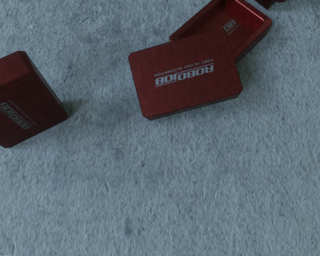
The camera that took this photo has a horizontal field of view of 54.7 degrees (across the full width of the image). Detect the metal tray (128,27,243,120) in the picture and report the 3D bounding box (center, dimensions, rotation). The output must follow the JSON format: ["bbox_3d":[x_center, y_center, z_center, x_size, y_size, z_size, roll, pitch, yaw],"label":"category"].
[{"bbox_3d":[0.032,-0.069,0.409,0.131,0.030,0.090,-15,83,5],"label":"metal tray"}]

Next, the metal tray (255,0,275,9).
[{"bbox_3d":[0.204,-0.251,0.466,0.030,0.090,0.130,44,75,10],"label":"metal tray"}]

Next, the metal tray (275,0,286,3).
[{"bbox_3d":[0.198,-0.263,0.492,0.130,0.030,0.090,-42,66,-17],"label":"metal tray"}]

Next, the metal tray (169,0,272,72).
[{"bbox_3d":[0.088,-0.136,0.456,0.090,0.030,0.130,43,75,13],"label":"metal tray"}]

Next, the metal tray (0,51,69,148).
[{"bbox_3d":[-0.170,-0.026,0.360,0.090,0.130,0.030,-28,73,-10],"label":"metal tray"}]
